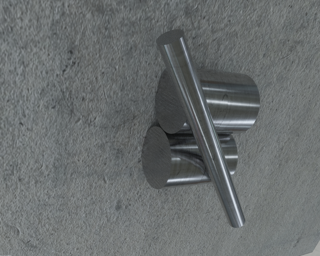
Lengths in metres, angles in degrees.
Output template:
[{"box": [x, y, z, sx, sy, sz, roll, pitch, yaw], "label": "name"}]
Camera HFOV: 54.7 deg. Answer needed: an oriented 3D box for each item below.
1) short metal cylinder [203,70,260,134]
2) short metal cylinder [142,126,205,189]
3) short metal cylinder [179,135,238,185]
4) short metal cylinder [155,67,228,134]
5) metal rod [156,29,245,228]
[{"box": [0.079, -0.032, 0.396, 0.050, 0.080, 0.079, 1, 118, -29], "label": "short metal cylinder"}, {"box": [0.016, 0.038, 0.405, 0.050, 0.080, 0.079, 1, 118, -29], "label": "short metal cylinder"}, {"box": [0.061, 0.037, 0.429, 0.050, 0.080, 0.079, 1, 118, -29], "label": "short metal cylinder"}, {"box": [0.035, -0.033, 0.372, 0.050, 0.080, 0.079, 1, 118, -29], "label": "short metal cylinder"}, {"box": [0.060, 0.028, 0.355, 0.025, 0.025, 0.299, -32, 129, -8], "label": "metal rod"}]
